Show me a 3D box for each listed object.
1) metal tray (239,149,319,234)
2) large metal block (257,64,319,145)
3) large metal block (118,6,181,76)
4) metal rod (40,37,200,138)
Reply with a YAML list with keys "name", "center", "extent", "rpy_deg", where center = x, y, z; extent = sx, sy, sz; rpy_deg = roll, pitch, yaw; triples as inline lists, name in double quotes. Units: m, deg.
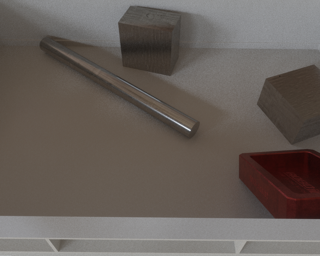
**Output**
- name: "metal tray"
  center: [0.142, 0.055, 0.309]
  extent: [0.091, 0.030, 0.130]
  rpy_deg: [-3, 12, -3]
- name: "large metal block"
  center: [0.194, -0.034, 0.420]
  extent: [0.081, 0.050, 0.080]
  rpy_deg: [-17, 52, -15]
- name: "large metal block"
  center: [-0.014, -0.135, 0.483]
  extent: [0.080, 0.080, 0.050]
  rpy_deg: [14, 51, 11]
- name: "metal rod"
  center: [-0.073, -0.069, 0.462]
  extent: [0.300, 0.025, 0.025]
  rpy_deg: [31, 57, 23]
